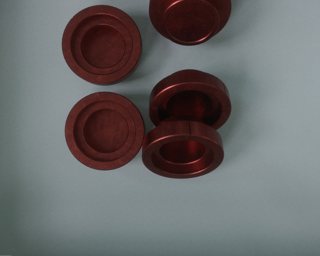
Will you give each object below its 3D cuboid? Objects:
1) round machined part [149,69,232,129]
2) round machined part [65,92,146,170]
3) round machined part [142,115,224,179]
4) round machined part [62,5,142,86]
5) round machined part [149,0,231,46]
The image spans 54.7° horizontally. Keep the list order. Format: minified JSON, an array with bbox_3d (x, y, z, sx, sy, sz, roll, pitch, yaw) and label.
[{"bbox_3d":[0.036,-0.034,0.385,0.099,0.097,0.042,0,50,0],"label":"round machined part"},{"bbox_3d":[-0.068,0.004,0.402,0.099,0.042,0.097,0,90,0],"label":"round machined part"},{"bbox_3d":[0.027,0.021,0.385,0.099,0.097,0.042,0,52,0],"label":"round machined part"},{"bbox_3d":[-0.072,-0.103,0.402,0.099,0.042,0.097,0,90,0],"label":"round machined part"},{"bbox_3d":[0.036,-0.138,0.372,0.099,0.098,0.042,2,57,0],"label":"round machined part"}]
